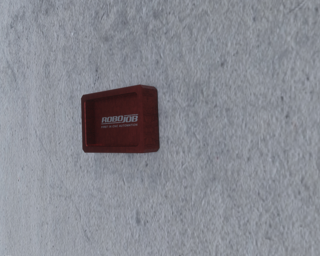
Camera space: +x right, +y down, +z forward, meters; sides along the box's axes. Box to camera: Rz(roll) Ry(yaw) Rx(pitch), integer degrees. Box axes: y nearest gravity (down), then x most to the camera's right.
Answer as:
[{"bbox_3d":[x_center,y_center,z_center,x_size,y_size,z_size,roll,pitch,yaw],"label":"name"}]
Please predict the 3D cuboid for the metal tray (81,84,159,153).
[{"bbox_3d":[-0.062,-0.009,0.450,0.130,0.030,0.089,-3,88,39],"label":"metal tray"}]
